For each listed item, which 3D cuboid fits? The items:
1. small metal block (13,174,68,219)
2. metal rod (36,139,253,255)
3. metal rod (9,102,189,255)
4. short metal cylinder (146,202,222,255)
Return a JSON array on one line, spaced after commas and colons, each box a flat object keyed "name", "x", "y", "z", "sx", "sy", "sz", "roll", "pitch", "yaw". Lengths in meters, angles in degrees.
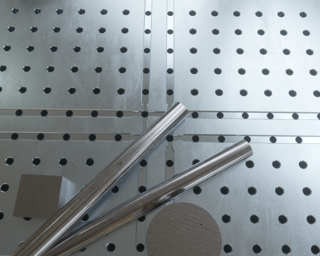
[{"name": "small metal block", "x": -0.145, "y": 0.085, "z": 0.380, "sx": 0.050, "sy": 0.025, "sz": 0.050, "roll": 3, "pitch": 70, "yaw": 1}, {"name": "metal rod", "x": -0.020, "y": 0.092, "z": 0.377, "sx": 0.302, "sy": 0.025, "sz": 0.025, "roll": -27, "pitch": 72, "yaw": -10}, {"name": "metal rod", "x": -0.073, "y": 0.071, "z": 0.369, "sx": 0.025, "sy": 0.025, "sz": 0.301, "roll": 42, "pitch": 69, "yaw": 13}, {"name": "short metal cylinder", "x": 0.025, "y": 0.128, "z": 0.352, "sx": 0.081, "sy": 0.050, "sz": 0.080, "roll": 0, "pitch": 70, "yaw": 0}]
